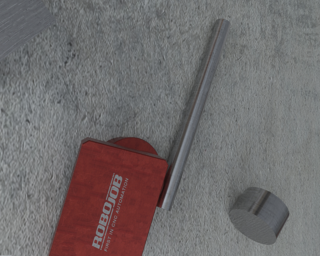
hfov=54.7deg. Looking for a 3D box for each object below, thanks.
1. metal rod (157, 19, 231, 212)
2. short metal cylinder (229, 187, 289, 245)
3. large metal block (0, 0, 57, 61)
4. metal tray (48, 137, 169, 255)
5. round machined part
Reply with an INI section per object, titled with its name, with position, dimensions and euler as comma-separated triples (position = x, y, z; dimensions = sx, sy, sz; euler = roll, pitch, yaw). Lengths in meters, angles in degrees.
[metal rod]
position = 0.051, -0.029, 0.449
dimensions = 0.025, 0.025, 0.299
euler = 32, 70, -36
[short metal cylinder]
position = 0.162, 0.144, 0.509
dimensions = 0.050, 0.080, 0.080
euler = -45, 117, -31
[large metal block]
position = -0.153, -0.098, 0.261
dimensions = 0.080, 0.050, 0.080
euler = -51, 120, -28
[metal tray]
position = -0.053, 0.083, 0.323
dimensions = 0.091, 0.030, 0.129
euler = 16, 90, -16
[round machined part]
position = -0.034, 0.059, 0.367
dimensions = 0.099, 0.042, 0.097
euler = 0, 90, -40
